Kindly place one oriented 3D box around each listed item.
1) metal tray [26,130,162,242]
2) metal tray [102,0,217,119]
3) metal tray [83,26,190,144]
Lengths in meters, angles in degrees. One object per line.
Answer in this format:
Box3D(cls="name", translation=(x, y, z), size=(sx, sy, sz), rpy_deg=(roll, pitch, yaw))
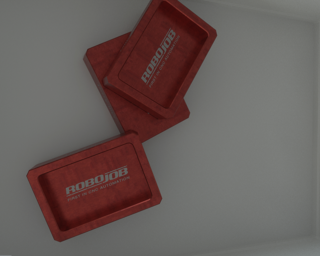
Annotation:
Box3D(cls="metal tray", translation=(-0.073, 0.066, 0.363), size=(0.131, 0.030, 0.090), rpy_deg=(-20, 97, -4))
Box3D(cls="metal tray", translation=(0.002, -0.086, 0.376), size=(0.090, 0.030, 0.130), rpy_deg=(32, 79, -18))
Box3D(cls="metal tray", translation=(-0.028, -0.053, 0.398), size=(0.091, 0.030, 0.129), rpy_deg=(-29, 100, -18))
